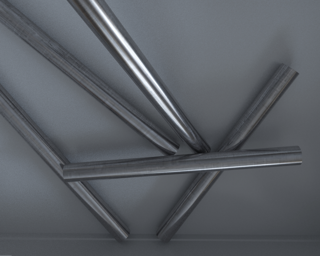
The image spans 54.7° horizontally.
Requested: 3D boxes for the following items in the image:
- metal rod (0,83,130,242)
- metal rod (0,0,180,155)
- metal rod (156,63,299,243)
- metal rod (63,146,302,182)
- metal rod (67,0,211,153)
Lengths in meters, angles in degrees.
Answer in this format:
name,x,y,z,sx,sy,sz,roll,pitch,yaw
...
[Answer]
name,x,y,z,sx,sy,sz,roll,pitch,yaw
metal rod,-0.141,0.048,0.427,0.025,0.025,0.300,-33,107,11
metal rod,-0.094,-0.062,0.387,0.300,0.025,0.025,40,105,-14
metal rod,0.083,0.045,0.428,0.025,0.025,0.299,30,107,-11
metal rod,0.026,0.047,0.402,0.302,0.025,0.025,-5,110,3
metal rod,-0.015,-0.052,0.324,0.025,0.025,0.300,-31,133,11
